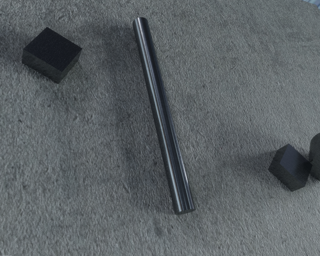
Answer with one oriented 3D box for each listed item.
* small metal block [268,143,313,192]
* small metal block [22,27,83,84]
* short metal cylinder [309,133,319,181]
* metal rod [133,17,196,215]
[{"bbox_3d":[0.202,0.061,0.478,0.050,0.025,0.050,43,51,1],"label":"small metal block"},{"bbox_3d":[-0.134,-0.091,0.388,0.050,0.025,0.050,31,52,-9],"label":"small metal block"},{"bbox_3d":[0.283,0.048,0.495,0.080,0.080,0.050,33,51,-7],"label":"short metal cylinder"},{"bbox_3d":[-0.001,-0.034,0.425,0.025,0.025,0.299,2,61,-28],"label":"metal rod"}]
